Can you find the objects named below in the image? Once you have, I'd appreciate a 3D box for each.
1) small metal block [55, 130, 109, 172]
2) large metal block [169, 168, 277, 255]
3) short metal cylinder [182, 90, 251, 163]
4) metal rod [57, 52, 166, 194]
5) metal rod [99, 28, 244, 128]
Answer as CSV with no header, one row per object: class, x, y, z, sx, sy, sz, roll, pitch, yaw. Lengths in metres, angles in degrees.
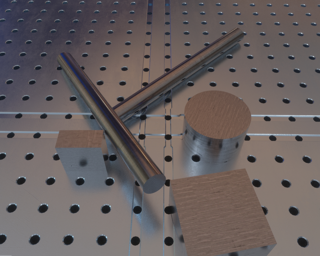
small metal block,-0.090,0.028,0.367,0.050,0.050,0.025,0,50,-1
large metal block,0.057,0.094,0.314,0.081,0.050,0.080,-8,51,-7
short metal cylinder,0.070,-0.002,0.394,0.081,0.050,0.080,0,50,0
metal rod,-0.079,-0.028,0.398,0.025,0.025,0.300,-24,45,-19
metal rod,0.031,-0.085,0.478,0.302,0.025,0.025,-37,60,-27
